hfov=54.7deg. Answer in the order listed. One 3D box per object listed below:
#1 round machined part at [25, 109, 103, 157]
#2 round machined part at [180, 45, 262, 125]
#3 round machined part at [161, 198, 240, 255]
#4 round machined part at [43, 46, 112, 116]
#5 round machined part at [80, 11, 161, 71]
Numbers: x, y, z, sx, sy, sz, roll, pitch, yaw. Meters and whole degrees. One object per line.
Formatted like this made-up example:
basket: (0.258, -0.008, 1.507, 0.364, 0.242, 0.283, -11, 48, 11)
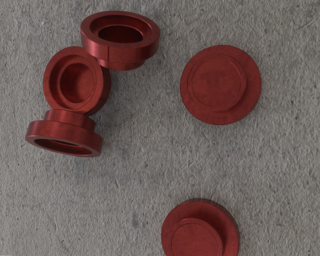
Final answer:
round machined part: (-0.125, 0.007, 0.418, 0.098, 0.098, 0.042, 2, 71, 20)
round machined part: (0.071, -0.052, 0.375, 0.098, 0.042, 0.097, 0, 90, 20)
round machined part: (0.047, 0.140, 0.383, 0.098, 0.042, 0.097, 0, 90, 20)
round machined part: (-0.112, -0.063, 0.439, 0.098, 0.042, 0.097, 0, 90, 20)
round machined part: (-0.051, -0.109, 0.398, 0.098, 0.098, 0.042, 27, 136, 18)
